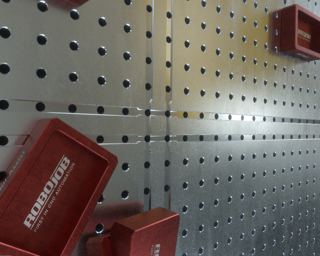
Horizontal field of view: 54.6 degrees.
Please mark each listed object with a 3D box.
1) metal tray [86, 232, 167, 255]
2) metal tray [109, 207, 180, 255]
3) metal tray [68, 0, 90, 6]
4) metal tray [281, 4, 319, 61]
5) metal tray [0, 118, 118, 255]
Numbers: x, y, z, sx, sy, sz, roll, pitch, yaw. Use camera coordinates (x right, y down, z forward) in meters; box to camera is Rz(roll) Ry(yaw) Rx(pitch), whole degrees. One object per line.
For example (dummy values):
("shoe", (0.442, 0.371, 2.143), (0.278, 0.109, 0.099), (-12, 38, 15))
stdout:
("metal tray", (-0.028, 0.181, 0.353), (0.091, 0.030, 0.129), (0, 73, -44))
("metal tray", (-0.021, 0.167, 0.363), (0.091, 0.030, 0.129), (1, 99, -53))
("metal tray", (-0.103, -0.207, 0.317), (0.091, 0.030, 0.129), (11, 83, -39))
("metal tray", (0.305, -0.198, 0.658), (0.131, 0.030, 0.090), (2, 89, -40))
("metal tray", (-0.110, 0.066, 0.313), (0.090, 0.030, 0.130), (39, 66, -33))
